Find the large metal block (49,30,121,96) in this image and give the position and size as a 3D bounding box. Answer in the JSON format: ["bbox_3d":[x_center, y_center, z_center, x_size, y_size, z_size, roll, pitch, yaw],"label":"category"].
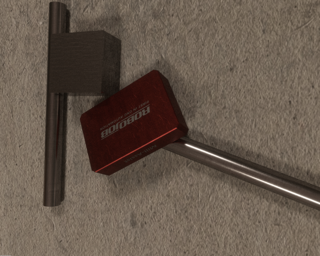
[{"bbox_3d":[-0.103,-0.086,0.431,0.080,0.050,0.079,2,91,19],"label":"large metal block"}]

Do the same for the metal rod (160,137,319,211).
[{"bbox_3d":[0.109,0.053,0.370,0.301,0.025,0.025,21,97,18],"label":"metal rod"}]

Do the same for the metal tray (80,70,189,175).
[{"bbox_3d":[-0.038,-0.005,0.404,0.130,0.030,0.090,-29,62,17],"label":"metal tray"}]

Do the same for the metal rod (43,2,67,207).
[{"bbox_3d":[-0.157,-0.034,0.462,0.025,0.025,0.298,2,91,19],"label":"metal rod"}]
